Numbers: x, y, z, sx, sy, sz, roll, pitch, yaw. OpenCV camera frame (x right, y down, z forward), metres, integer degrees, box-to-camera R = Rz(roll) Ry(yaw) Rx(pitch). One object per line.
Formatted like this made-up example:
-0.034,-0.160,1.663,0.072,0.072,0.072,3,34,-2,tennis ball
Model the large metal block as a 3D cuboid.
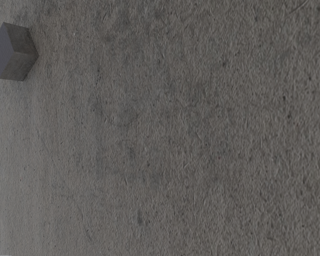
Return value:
-0.302,-0.155,0.638,0.080,0.050,0.080,-42,65,32,large metal block
